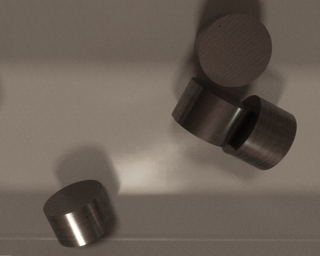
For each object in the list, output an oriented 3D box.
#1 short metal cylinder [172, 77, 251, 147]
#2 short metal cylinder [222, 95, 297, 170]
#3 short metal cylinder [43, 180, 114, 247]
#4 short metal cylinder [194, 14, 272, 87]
[{"bbox_3d":[0.062,-0.020,0.376,0.080,0.080,0.050,26,108,-10],"label":"short metal cylinder"},{"bbox_3d":[0.121,0.006,0.386,0.050,0.080,0.080,26,108,-10],"label":"short metal cylinder"},{"bbox_3d":[-0.109,0.114,0.423,0.080,0.080,0.050,-15,110,5],"label":"short metal cylinder"},{"bbox_3d":[0.083,-0.093,0.365,0.081,0.050,0.079,0,110,-1],"label":"short metal cylinder"}]
